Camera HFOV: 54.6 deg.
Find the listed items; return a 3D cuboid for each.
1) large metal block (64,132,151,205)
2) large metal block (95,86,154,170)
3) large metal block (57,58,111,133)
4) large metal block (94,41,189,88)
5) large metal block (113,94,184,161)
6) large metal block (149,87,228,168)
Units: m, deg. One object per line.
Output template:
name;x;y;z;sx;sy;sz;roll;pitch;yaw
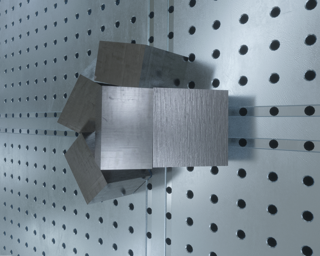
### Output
large metal block;-0.073;0.052;0.433;0.050;0.081;0.080;-47;63;29
large metal block;-0.042;0.000;0.338;0.080;0.050;0.080;-179;91;-74
large metal block;-0.096;-0.045;0.446;0.050;0.080;0.080;29;116;-11
large metal block;-0.024;-0.075;0.394;0.080;0.081;0.050;17;101;39
large metal block;-0.016;-0.002;0.407;0.080;0.050;0.080;1;91;40
large metal block;0.027;0.000;0.341;0.050;0.081;0.080;179;92;-77
